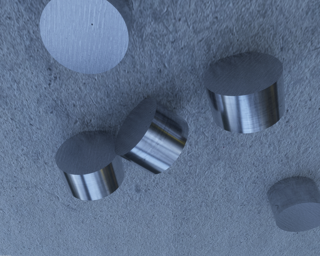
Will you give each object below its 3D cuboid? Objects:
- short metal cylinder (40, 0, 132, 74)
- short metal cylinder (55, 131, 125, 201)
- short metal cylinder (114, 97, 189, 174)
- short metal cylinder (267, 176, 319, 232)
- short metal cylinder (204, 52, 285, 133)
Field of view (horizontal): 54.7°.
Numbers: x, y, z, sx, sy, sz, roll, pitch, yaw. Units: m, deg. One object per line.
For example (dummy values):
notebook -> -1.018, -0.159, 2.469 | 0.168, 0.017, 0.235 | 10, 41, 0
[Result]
short metal cylinder -> -0.069, -0.101, 0.304 | 0.081, 0.050, 0.079 | 0, 130, 0
short metal cylinder -> -0.091, 0.048, 0.411 | 0.080, 0.080, 0.050 | -4, 130, 3
short metal cylinder -> -0.011, 0.010, 0.379 | 0.050, 0.080, 0.080 | 34, 122, -25
short metal cylinder -> 0.220, 0.123, 0.497 | 0.081, 0.050, 0.079 | 0, 130, 0
short metal cylinder -> 0.092, -0.040, 0.338 | 0.080, 0.080, 0.050 | -13, 129, 10
